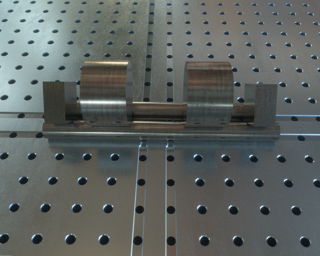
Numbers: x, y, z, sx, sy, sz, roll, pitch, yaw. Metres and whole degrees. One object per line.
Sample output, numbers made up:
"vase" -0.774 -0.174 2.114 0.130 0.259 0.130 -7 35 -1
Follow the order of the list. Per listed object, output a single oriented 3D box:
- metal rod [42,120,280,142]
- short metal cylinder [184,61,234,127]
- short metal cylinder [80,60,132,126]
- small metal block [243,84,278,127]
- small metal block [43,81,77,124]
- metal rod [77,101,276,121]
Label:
"metal rod" 0.002 0.003 0.405 0.302 0.025 0.025 1 50 0
"short metal cylinder" 0.056 -0.041 0.378 0.050 0.080 0.080 1 50 0
"short metal cylinder" -0.062 -0.042 0.379 0.050 0.080 0.080 1 50 0
"small metal block" 0.124 -0.030 0.388 0.025 0.050 0.050 0 9 1
"small metal block" -0.124 -0.033 0.389 0.025 0.050 0.050 0 8 1
"metal rod" 0.005 -0.023 0.427 0.302 0.025 0.025 1 50 0
